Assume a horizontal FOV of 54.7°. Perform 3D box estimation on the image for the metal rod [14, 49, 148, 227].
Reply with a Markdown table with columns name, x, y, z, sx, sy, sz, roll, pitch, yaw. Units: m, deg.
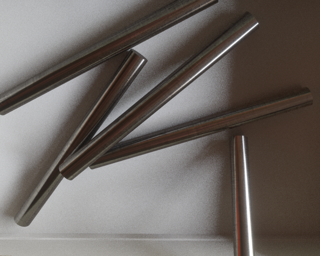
| name | x | y | z | sx | sy | sz | roll | pitch | yaw |
| --- | --- | --- | --- | --- | --- | --- | --- | --- | --- |
| metal rod | -0.114 | 0.023 | 0.418 | 0.025 | 0.025 | 0.299 | 35 | 106 | -12 |

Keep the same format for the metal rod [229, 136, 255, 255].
| name | x | y | z | sx | sy | sz | roll | pitch | yaw |
| --- | --- | --- | --- | --- | --- | --- | --- | --- | --- |
| metal rod | 0.103 | 0.157 | 0.379 | 0.025 | 0.025 | 0.299 | 2 | 74 | -1 |

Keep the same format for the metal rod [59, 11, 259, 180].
| name | x | y | z | sx | sy | sz | roll | pitch | yaw |
| --- | --- | --- | --- | --- | --- | --- | --- | --- | --- |
| metal rod | -0.007 | -0.035 | 0.385 | 0.300 | 0.025 | 0.025 | -39 | 106 | 8 |

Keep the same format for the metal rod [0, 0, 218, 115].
| name | x | y | z | sx | sy | sz | roll | pitch | yaw |
| --- | --- | --- | --- | --- | --- | --- | --- | --- | --- |
| metal rod | -0.073 | -0.091 | 0.376 | 0.301 | 0.025 | 0.025 | -26 | 108 | 8 |

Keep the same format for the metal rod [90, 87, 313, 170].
| name | x | y | z | sx | sy | sz | roll | pitch | yaw |
| --- | --- | --- | --- | --- | --- | --- | --- | --- | --- |
| metal rod | 0.047 | 0.002 | 0.412 | 0.301 | 0.025 | 0.025 | -17 | 110 | 5 |
